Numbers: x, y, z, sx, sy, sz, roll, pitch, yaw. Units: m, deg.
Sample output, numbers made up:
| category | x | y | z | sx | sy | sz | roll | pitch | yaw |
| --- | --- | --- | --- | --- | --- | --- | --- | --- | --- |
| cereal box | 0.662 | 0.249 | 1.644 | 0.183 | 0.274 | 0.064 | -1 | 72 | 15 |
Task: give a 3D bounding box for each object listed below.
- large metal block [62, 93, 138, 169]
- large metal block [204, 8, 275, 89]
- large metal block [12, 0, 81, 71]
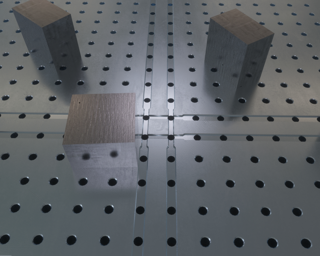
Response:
| category | x | y | z | sx | sy | sz | roll | pitch | yaw |
| --- | --- | --- | --- | --- | --- | --- | --- | --- | --- |
| large metal block | -0.070 | 0.003 | 0.389 | 0.080 | 0.050 | 0.080 | -2 | 50 | -2 |
| large metal block | 0.117 | -0.122 | 0.475 | 0.050 | 0.080 | 0.080 | -26 | 55 | -20 |
| large metal block | -0.180 | -0.152 | 0.499 | 0.080 | 0.080 | 0.050 | 35 | 58 | 25 |
